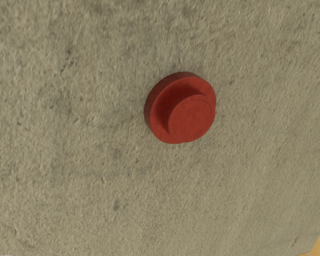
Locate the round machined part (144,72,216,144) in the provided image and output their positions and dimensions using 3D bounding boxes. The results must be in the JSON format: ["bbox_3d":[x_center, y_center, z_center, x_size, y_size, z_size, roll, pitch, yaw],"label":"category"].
[{"bbox_3d":[0.032,-0.020,0.403,0.099,0.042,0.097,-14,125,-21],"label":"round machined part"}]
